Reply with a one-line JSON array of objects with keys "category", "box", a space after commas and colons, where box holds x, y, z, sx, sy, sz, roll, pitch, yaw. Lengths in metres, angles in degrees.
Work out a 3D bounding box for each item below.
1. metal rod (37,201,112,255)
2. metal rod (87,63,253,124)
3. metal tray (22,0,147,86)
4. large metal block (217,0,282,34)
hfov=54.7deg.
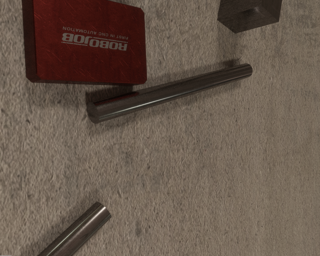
[{"category": "metal rod", "box": [-0.160, 0.177, 0.271, 0.302, 0.025, 0.025, -41, 116, -32]}, {"category": "metal rod", "box": [0.037, -0.058, 0.437, 0.302, 0.025, 0.025, -20, 103, -38]}, {"category": "metal tray", "box": [-0.076, -0.094, 0.339, 0.131, 0.030, 0.089, -4, 93, -40]}, {"category": "large metal block", "box": [0.145, -0.207, 0.493, 0.050, 0.080, 0.080, 20, 78, -39]}]
